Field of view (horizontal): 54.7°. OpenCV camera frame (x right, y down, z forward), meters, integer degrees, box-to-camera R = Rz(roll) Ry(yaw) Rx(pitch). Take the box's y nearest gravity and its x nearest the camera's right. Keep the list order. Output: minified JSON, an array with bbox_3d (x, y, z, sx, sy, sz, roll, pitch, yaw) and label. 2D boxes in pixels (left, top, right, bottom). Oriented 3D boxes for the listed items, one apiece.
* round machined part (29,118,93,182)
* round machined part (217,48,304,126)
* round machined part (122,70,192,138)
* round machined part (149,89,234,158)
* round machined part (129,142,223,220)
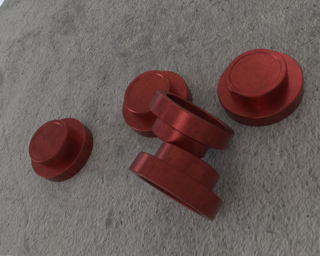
[{"bbox_3d":[-0.152,0.027,0.457,0.098,0.042,0.098,-13,56,21],"label":"round machined part"},{"bbox_3d":[0.115,-0.054,0.366,0.098,0.042,0.098,-13,56,21],"label":"round machined part"},{"bbox_3d":[-0.009,-0.039,0.422,0.098,0.042,0.098,-13,56,21],"label":"round machined part"},{"bbox_3d":[0.030,-0.002,0.347,0.098,0.099,0.042,40,107,39],"label":"round machined part"},{"bbox_3d":[0.021,0.050,0.316,0.098,0.098,0.042,23,75,36],"label":"round machined part"}]
